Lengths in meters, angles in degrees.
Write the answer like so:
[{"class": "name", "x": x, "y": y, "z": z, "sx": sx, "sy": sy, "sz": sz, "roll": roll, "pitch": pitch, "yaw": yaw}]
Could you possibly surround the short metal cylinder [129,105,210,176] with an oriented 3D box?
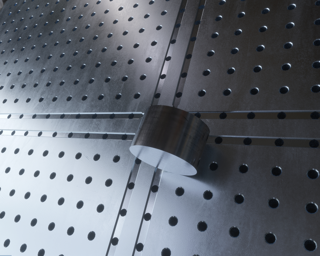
[{"class": "short metal cylinder", "x": 0.012, "y": 0.016, "z": 0.358, "sx": 0.080, "sy": 0.080, "sz": 0.050, "roll": 8, "pitch": 66, "yaw": 32}]
